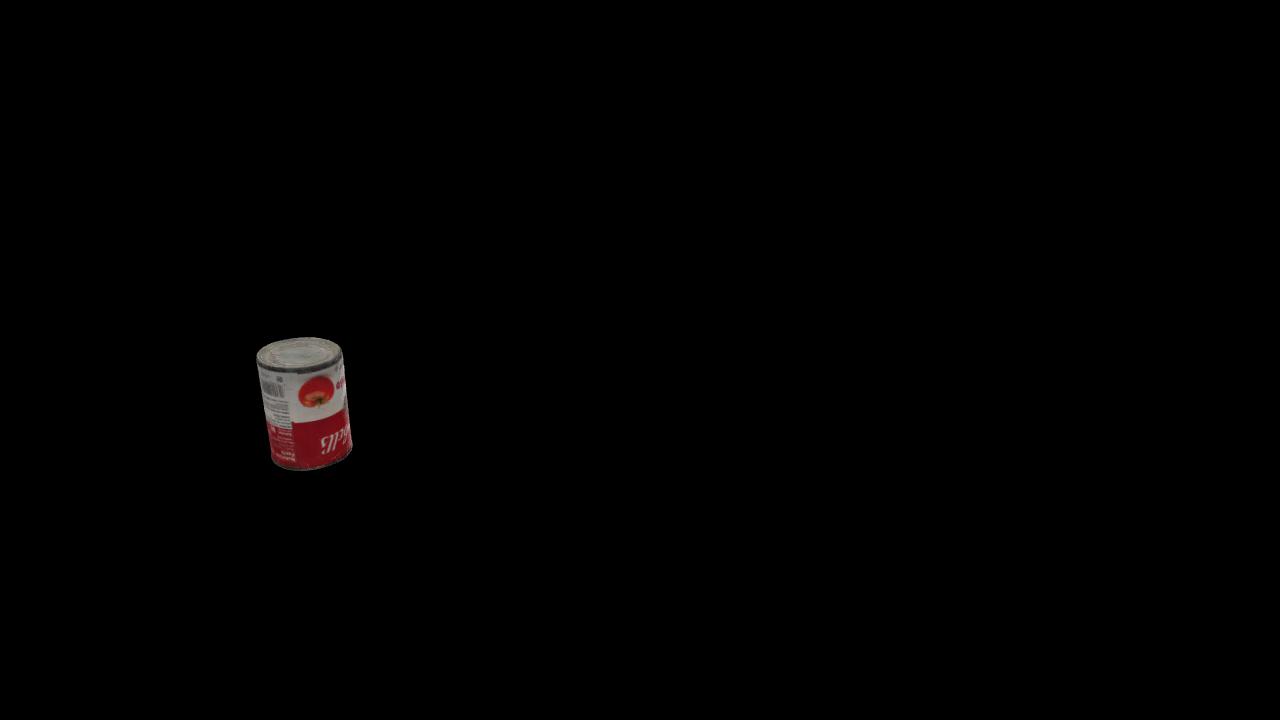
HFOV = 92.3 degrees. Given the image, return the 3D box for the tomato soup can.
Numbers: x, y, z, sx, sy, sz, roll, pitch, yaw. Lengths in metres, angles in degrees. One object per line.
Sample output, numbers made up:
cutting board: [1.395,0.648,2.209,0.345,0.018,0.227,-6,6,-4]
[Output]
tomato soup can: [-0.297,0.037,0.547,0.068,0.101,0.068,5,24,-2]
